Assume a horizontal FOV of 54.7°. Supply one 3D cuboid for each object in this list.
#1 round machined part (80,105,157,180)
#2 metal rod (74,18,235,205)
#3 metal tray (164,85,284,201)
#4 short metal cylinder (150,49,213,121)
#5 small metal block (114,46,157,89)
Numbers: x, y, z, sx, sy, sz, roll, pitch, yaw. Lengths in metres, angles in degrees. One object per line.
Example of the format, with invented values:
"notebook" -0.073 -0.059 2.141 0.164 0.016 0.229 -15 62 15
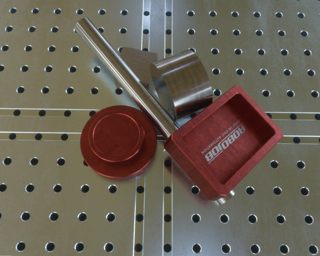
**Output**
"round machined part" -0.053 0.015 0.396 0.099 0.042 0.098 0 70 -1
"metal rod" -0.011 -0.027 0.404 0.025 0.025 0.300 -38 83 -13
"metal tray" 0.081 0.014 0.382 0.131 0.030 0.090 -37 81 -28
"short metal cylinder" 0.027 -0.055 0.403 0.050 0.080 0.080 -24 72 -9
"small metal block" -0.034 -0.084 0.442 0.050 0.025 0.050 13 70 4
